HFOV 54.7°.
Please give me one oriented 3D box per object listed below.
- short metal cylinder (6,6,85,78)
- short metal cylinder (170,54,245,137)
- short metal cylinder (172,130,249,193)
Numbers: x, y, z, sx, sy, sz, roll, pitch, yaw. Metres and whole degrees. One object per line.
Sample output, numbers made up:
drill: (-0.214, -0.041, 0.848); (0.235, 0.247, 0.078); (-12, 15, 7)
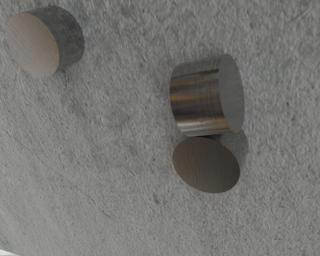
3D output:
short metal cylinder: (-0.145, -0.111, 0.397); (0.080, 0.050, 0.079); (13, 124, 20)
short metal cylinder: (0.052, -0.032, 0.323); (0.050, 0.080, 0.080); (-6, 116, 30)
short metal cylinder: (0.062, 0.032, 0.376); (0.080, 0.050, 0.079); (13, 125, 20)
